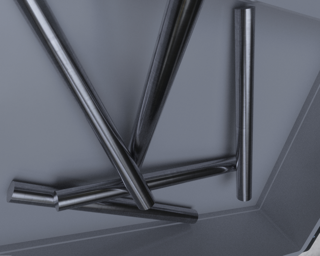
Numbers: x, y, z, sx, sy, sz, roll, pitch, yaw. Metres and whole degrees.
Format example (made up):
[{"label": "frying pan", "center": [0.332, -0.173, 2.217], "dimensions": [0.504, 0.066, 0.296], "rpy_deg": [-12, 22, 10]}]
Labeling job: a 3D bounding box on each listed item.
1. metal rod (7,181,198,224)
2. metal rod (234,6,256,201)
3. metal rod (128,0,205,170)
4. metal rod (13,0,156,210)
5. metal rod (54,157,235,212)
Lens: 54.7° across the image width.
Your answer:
[{"label": "metal rod", "center": [-0.058, 0.114, 0.448], "dimensions": [0.302, 0.025, 0.025], "rpy_deg": [19, 108, -36]}, {"label": "metal rod", "center": [0.122, -0.016, 0.446], "dimensions": [0.025, 0.025, 0.298], "rpy_deg": [-18, 120, -18]}, {"label": "metal rod", "center": [-0.006, -0.028, 0.306], "dimensions": [0.025, 0.025, 0.298], "rpy_deg": [-12, 150, -22]}, {"label": "metal rod", "center": [-0.072, -0.020, 0.331], "dimensions": [0.025, 0.025, 0.299], "rpy_deg": [-30, 120, -9]}, {"label": "metal rod", "center": [0.006, 0.073, 0.444], "dimensions": [0.303, 0.025, 0.025], "rpy_deg": [-6, 121, -31]}]
